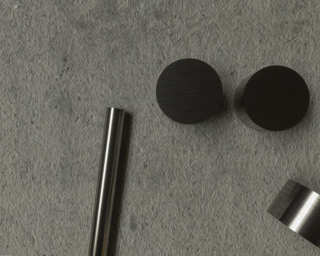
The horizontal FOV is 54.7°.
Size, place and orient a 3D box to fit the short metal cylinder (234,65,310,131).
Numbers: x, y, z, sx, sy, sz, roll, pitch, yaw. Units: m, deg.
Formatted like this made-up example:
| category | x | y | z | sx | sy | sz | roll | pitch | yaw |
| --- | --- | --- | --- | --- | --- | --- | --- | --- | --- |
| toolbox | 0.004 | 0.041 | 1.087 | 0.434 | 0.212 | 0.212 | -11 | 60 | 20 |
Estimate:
| category | x | y | z | sx | sy | sz | roll | pitch | yaw |
| --- | --- | --- | --- | --- | --- | --- | --- | --- | --- |
| short metal cylinder | 0.141 | -0.036 | 0.398 | 0.081 | 0.050 | 0.079 | 0 | 90 | 0 |

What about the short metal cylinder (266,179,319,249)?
| category | x | y | z | sx | sy | sz | roll | pitch | yaw |
| --- | --- | --- | --- | --- | --- | --- | --- | --- | --- |
| short metal cylinder | 0.182 | 0.107 | 0.384 | 0.080 | 0.080 | 0.050 | 34 | 90 | 0 |

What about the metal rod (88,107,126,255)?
| category | x | y | z | sx | sy | sz | roll | pitch | yaw |
| --- | --- | --- | --- | --- | --- | --- | --- | --- | --- |
| metal rod | -0.077 | 0.122 | 0.409 | 0.025 | 0.025 | 0.298 | 7 | 90 | 0 |

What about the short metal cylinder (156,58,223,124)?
| category | x | y | z | sx | sy | sz | roll | pitch | yaw |
| --- | --- | --- | --- | --- | --- | --- | --- | --- | --- |
| short metal cylinder | 0.035 | -0.044 | 0.398 | 0.081 | 0.050 | 0.079 | 0 | 90 | 0 |
